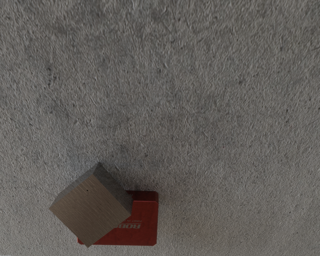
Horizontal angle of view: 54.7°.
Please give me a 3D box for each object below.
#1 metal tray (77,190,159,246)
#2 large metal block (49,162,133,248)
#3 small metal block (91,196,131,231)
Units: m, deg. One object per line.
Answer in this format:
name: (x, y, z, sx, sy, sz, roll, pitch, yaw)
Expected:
metal tray: (-0.069, 0.149, 0.512, 0.131, 0.030, 0.089, 2, 112, -2)
large metal block: (-0.097, 0.111, 0.454, 0.080, 0.050, 0.080, -38, 101, 7)
small metal block: (-0.084, 0.148, 0.532, 0.050, 0.025, 0.050, 23, 127, -19)
